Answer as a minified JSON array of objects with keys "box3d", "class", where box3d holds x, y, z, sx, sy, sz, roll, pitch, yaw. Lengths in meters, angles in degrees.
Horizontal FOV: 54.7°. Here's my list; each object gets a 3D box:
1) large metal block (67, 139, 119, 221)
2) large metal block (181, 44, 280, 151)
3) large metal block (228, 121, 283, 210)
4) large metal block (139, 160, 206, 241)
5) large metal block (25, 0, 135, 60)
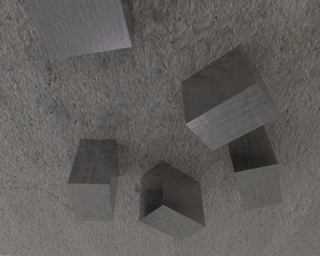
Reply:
[{"box3d":[-0.088,0.072,0.431,0.050,0.080,0.079,2,130,-2],"class":"large metal block"},{"box3d":[0.073,-0.034,0.343,0.080,0.080,0.050,-31,124,24],"class":"large metal block"},{"box3d":[0.124,0.050,0.414,0.050,0.080,0.080,-14,129,11],"class":"large metal block"},{"box3d":[0.018,0.108,0.463,0.080,0.080,0.050,34,122,-25],"class":"large metal block"},{"box3d":[-0.073,-0.117,0.290,0.080,0.050,0.080,-8,130,6],"class":"large metal block"}]
